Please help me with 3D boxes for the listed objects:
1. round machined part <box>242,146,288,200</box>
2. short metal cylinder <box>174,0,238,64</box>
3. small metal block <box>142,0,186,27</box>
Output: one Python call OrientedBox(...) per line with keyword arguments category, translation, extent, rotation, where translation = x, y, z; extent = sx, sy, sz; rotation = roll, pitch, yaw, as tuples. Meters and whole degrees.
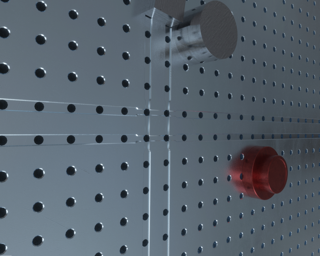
OrientedBox(category="round machined part", translation=(0.196, 0.082, 0.563), extent=(0.099, 0.042, 0.097), rotation=(0, 90, -40))
OrientedBox(category="short metal cylinder", translation=(0.067, -0.136, 0.449), extent=(0.081, 0.050, 0.079), rotation=(0, 90, -40))
OrientedBox(category="small metal block", translation=(0.007, -0.171, 0.415), extent=(0.050, 0.025, 0.050), rotation=(12, 82, -39))
